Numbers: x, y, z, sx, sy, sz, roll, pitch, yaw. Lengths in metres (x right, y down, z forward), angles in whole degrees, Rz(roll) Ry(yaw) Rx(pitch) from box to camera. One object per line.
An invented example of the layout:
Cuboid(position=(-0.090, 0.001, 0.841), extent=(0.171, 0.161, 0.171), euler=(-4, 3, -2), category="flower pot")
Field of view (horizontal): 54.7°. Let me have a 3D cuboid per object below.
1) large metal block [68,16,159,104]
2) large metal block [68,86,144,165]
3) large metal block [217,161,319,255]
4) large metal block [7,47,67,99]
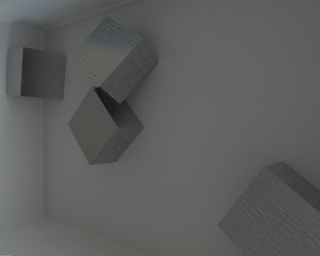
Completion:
Cuboid(position=(-0.064, -0.093, 0.423), extent=(0.080, 0.050, 0.080), euler=(-49, 57, -2), category="large metal block")
Cuboid(position=(-0.082, -0.003, 0.459), extent=(0.080, 0.050, 0.080), euler=(-50, 61, 28), category="large metal block")
Cuboid(position=(0.117, 0.090, 0.294), extent=(0.080, 0.050, 0.080), euler=(44, 117, 31), category="large metal block")
Cuboid(position=(-0.219, -0.095, 0.552), extent=(0.050, 0.081, 0.079), euler=(9, 96, 40), category="large metal block")
